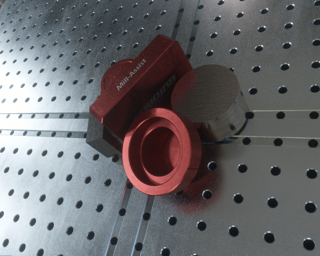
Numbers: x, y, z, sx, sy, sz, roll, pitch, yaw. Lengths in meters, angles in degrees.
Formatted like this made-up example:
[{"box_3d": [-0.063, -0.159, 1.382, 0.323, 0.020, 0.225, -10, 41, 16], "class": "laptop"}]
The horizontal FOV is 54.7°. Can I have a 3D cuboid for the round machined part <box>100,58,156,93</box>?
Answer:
[{"box_3d": [-0.047, -0.063, 0.455, 0.098, 0.042, 0.098, -13, 56, 21], "class": "round machined part"}]

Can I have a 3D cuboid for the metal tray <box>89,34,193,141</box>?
[{"box_3d": [-0.014, -0.041, 0.394, 0.130, 0.090, 0.030, -48, 51, -6], "class": "metal tray"}]

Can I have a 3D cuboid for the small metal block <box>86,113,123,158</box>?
[{"box_3d": [-0.073, 0.006, 0.421, 0.025, 0.050, 0.050, -14, 56, 20], "class": "small metal block"}]

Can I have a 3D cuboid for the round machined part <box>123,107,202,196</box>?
[{"box_3d": [0.006, 0.028, 0.357, 0.098, 0.042, 0.097, -7, 79, 38], "class": "round machined part"}]

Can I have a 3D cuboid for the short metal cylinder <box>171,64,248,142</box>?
[{"box_3d": [0.060, -0.029, 0.373, 0.080, 0.050, 0.080, -13, 56, 21], "class": "short metal cylinder"}]
